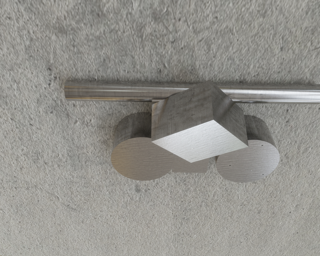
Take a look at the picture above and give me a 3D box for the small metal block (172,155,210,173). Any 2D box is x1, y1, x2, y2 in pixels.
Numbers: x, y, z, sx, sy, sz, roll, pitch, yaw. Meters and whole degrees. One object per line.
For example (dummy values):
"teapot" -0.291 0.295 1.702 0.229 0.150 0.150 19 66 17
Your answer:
"small metal block" 0.043 0.038 0.442 0.050 0.025 0.050 1 130 -2

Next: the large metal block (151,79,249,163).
"large metal block" 0.047 -0.003 0.367 0.080 0.050 0.080 -21 145 33

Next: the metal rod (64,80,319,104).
"metal rod" 0.041 -0.043 0.372 0.302 0.025 0.025 1 130 -1

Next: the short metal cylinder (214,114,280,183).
"short metal cylinder" 0.113 0.028 0.417 0.081 0.050 0.079 0 130 0

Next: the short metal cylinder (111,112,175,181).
"short metal cylinder" -0.022 0.025 0.413 0.081 0.050 0.079 0 130 0
